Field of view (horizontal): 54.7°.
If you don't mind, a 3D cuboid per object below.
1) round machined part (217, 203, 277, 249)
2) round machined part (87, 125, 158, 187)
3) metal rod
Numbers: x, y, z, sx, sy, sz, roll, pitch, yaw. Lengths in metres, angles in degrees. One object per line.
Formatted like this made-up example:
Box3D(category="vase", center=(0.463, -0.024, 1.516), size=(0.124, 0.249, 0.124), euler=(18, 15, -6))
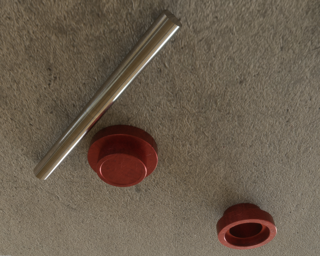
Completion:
Box3D(category="round machined part", center=(0.147, 0.168, 0.540), size=(0.099, 0.042, 0.097), euler=(0, 130, 0))
Box3D(category="round machined part", center=(-0.052, 0.046, 0.434), size=(0.099, 0.042, 0.097), euler=(0, 130, 0))
Box3D(category="metal rod", center=(-0.081, -0.022, 0.387), size=(0.025, 0.025, 0.299), euler=(32, 123, -24))
